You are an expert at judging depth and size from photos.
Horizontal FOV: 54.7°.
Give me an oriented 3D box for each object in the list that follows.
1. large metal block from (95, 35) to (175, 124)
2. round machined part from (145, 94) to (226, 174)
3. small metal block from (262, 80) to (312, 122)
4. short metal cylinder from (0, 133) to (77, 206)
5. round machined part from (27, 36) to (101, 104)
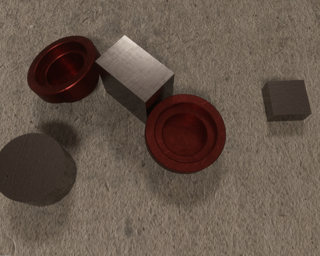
[{"bbox_3d":[-0.030,-0.058,0.400,0.080,0.080,0.050,40,75,13],"label":"large metal block"},{"bbox_3d":[0.030,0.010,0.392,0.099,0.042,0.098,1,75,-5],"label":"round machined part"},{"bbox_3d":[0.172,-0.037,0.424,0.050,0.025,0.050,-2,70,-1],"label":"small metal block"},{"bbox_3d":[-0.148,0.052,0.374,0.081,0.050,0.080,0,70,0],"label":"short metal cylinder"},{"bbox_3d":[-0.121,-0.072,0.413,0.098,0.042,0.098,-9,58,15],"label":"round machined part"}]
